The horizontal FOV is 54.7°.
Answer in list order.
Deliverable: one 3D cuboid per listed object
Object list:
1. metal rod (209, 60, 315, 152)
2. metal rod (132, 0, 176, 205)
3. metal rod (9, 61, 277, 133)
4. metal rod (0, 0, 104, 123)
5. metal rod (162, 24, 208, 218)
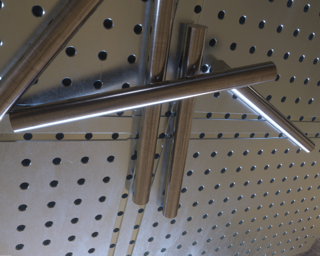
[{"bbox_3d":[0.179,-0.022,0.498,0.301,0.025,0.025,28,103,-38],"label":"metal rod"},{"bbox_3d":[-0.011,-0.023,0.392,0.025,0.025,0.298,-7,122,-25],"label":"metal rod"},{"bbox_3d":[-0.008,-0.038,0.352,0.302,0.025,0.025,-12,124,-11],"label":"metal rod"},{"bbox_3d":[-0.115,-0.074,0.302,0.300,0.025,0.025,-48,129,5],"label":"metal rod"},{"bbox_3d":[0.030,0.010,0.435,0.025,0.025,0.298,-9,122,-24],"label":"metal rod"}]
